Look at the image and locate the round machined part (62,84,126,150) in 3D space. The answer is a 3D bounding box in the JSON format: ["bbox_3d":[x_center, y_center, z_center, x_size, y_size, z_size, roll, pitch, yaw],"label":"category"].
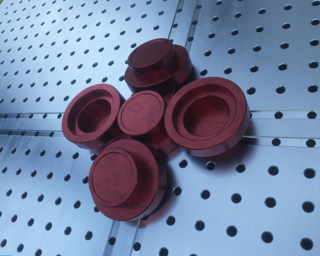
[{"bbox_3d":[-0.089,-0.013,0.450,0.098,0.042,0.098,-13,56,20],"label":"round machined part"}]

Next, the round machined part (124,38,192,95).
[{"bbox_3d":[-0.007,-0.091,0.441,0.098,0.042,0.098,-16,41,15],"label":"round machined part"}]

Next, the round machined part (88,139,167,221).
[{"bbox_3d":[-0.045,0.060,0.368,0.098,0.042,0.098,-8,73,26],"label":"round machined part"}]

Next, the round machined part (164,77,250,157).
[{"bbox_3d":[0.058,-0.010,0.371,0.098,0.042,0.098,-13,56,20],"label":"round machined part"}]

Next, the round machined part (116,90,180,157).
[{"bbox_3d":[-0.016,-0.011,0.410,0.098,0.042,0.098,-13,56,20],"label":"round machined part"}]
